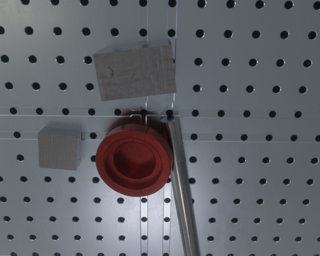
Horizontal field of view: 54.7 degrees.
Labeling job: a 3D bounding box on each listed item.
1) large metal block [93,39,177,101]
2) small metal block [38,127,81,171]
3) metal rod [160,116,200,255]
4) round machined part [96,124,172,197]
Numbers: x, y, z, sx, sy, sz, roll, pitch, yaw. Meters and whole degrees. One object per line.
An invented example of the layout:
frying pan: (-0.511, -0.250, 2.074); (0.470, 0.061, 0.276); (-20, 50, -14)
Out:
large metal block: (-0.025, -0.070, 0.358); (0.080, 0.080, 0.050); (-7, 110, 2)
small metal block: (-0.136, 0.028, 0.422); (0.050, 0.025, 0.050); (5, 110, -2)
metal rod: (0.038, 0.126, 0.460); (0.025, 0.025, 0.298); (-9, 110, 3)
round machined part: (-0.032, 0.039, 0.414); (0.099, 0.042, 0.097); (3, 112, 7)
